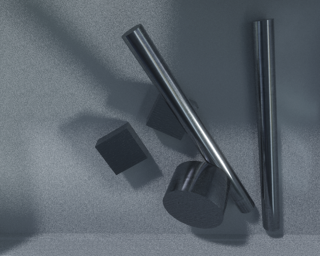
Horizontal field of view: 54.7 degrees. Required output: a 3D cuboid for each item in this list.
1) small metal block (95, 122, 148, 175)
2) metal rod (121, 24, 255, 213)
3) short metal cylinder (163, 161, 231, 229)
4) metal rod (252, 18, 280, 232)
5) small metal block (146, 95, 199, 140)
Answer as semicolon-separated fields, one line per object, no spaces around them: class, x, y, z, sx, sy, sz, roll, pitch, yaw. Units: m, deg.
small metal block;-0.051;0.028;0.421;0.050;0.025;0.050;-30;108;10
metal rod;0.049;0.007;0.390;0.025;0.025;0.299;-31;117;10
short metal cylinder;0.050;0.089;0.413;0.080;0.050;0.079;14;136;15
metal rod;0.145;0.010;0.417;0.025;0.025;0.298;-9;110;3
small metal block;0.015;-0.019;0.405;0.050;0.025;0.050;24;108;-9
